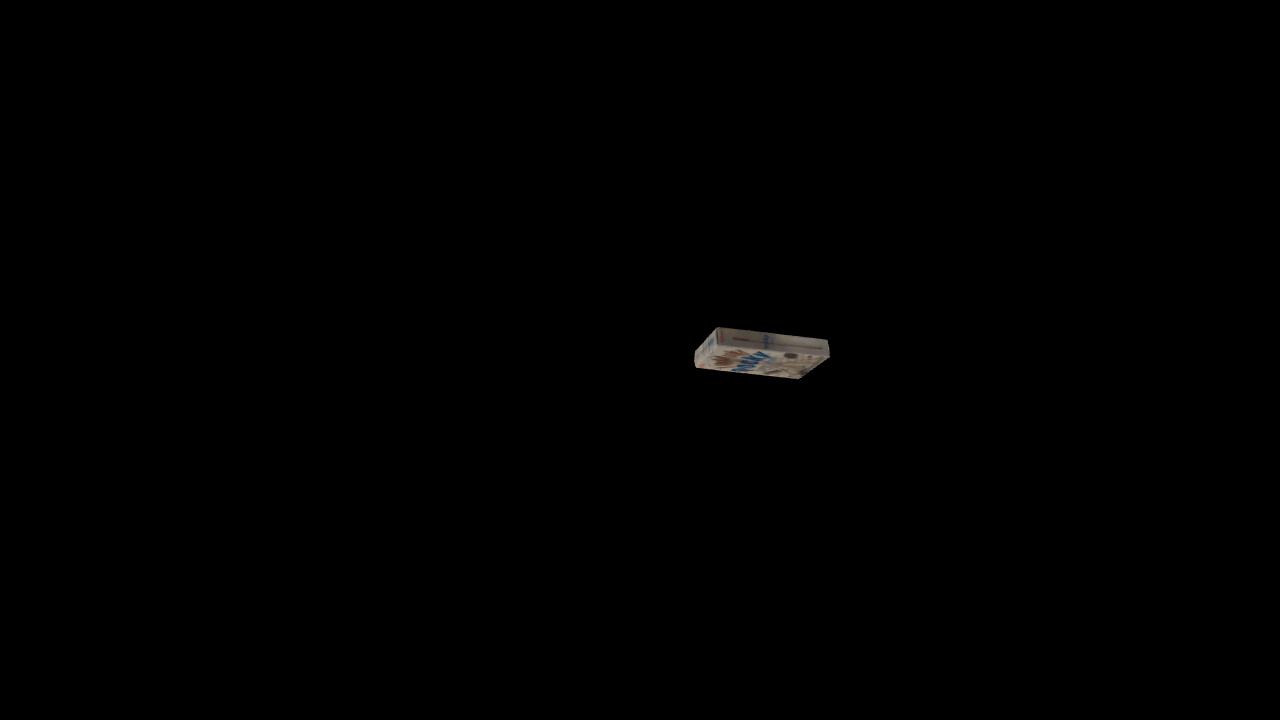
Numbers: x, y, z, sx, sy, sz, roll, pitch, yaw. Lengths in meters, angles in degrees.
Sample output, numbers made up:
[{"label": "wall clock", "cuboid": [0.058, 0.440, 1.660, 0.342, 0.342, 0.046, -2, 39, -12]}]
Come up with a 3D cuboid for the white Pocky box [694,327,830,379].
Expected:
[{"label": "white Pocky box", "cuboid": [0.156, -0.008, 0.796, 0.154, 0.028, 0.084, 6, -23, -13]}]
